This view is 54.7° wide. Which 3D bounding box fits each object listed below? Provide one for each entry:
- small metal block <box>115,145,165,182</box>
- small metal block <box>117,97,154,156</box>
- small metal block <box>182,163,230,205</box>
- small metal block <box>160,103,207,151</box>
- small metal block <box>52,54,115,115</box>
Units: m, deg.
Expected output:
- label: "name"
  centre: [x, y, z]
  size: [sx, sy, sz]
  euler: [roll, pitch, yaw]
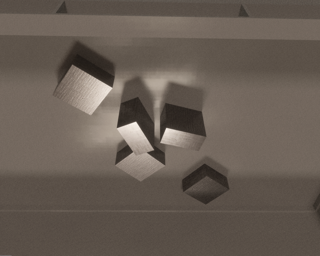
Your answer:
- label: "small metal block"
  centre: [-0.028, 0.045, 0.447]
  size: [0.050, 0.025, 0.050]
  euler: [-37, 122, 26]
- label: "small metal block"
  centre: [-0.029, -0.002, 0.390]
  size: [0.025, 0.050, 0.050]
  euler: [-19, 128, 15]
- label: "small metal block"
  centre: [0.071, 0.089, 0.486]
  size: [0.050, 0.025, 0.050]
  euler: [33, 123, -25]
- label: "small metal block"
  centre: [0.028, -0.002, 0.392]
  size: [0.050, 0.050, 0.025]
  euler: [13, 129, -11]
- label: "small metal block"
  centre: [-0.089, -0.050, 0.365]
  size: [0.050, 0.025, 0.050]
  euler: [30, 124, -23]
